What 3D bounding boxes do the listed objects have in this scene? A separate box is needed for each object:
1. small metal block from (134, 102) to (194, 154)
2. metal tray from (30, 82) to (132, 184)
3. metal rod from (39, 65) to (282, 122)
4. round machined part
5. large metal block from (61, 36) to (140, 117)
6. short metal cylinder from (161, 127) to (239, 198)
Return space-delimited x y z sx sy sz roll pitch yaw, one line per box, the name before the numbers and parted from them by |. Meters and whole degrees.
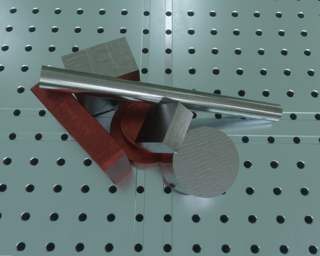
small metal block | 0.004 0.001 0.352 0.025 0.050 0.050 37 66 -32
metal tray | -0.091 0.004 0.374 0.030 0.090 0.130 -42 76 -14
metal rod | 0.017 -0.037 0.375 0.302 0.025 0.025 7 69 -19
round machined part | -0.016 0.000 0.405 0.099 0.042 0.098 0 70 -1
large metal block | -0.071 -0.063 0.403 0.080 0.080 0.050 -20 72 -7
short metal cylinder | 0.046 0.041 0.371 0.081 0.050 0.080 2 83 -15
